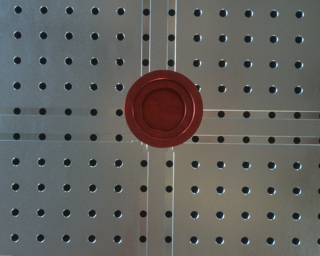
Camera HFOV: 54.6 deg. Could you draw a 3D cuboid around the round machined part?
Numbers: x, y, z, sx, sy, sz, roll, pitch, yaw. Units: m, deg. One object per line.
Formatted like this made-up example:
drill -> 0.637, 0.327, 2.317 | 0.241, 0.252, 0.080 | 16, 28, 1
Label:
round machined part -> 0.005, -0.024, 0.405 | 0.099, 0.042, 0.097 | 0, 90, 0
